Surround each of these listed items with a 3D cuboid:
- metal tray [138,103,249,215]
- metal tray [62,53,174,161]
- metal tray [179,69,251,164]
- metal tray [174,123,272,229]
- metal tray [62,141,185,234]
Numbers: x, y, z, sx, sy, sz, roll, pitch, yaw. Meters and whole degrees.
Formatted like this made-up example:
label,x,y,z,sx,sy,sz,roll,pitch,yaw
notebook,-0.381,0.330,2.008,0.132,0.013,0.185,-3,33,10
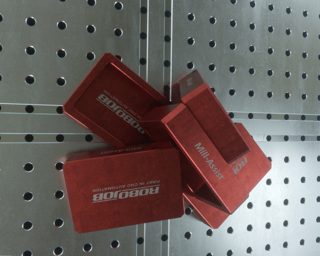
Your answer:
label,x,y,z,sx,sy,sz,roll,pitch,yaw
metal tray,0.035,0.034,0.360,0.030,0.090,0.130,-40,103,-16
metal tray,-0.044,-0.020,0.394,0.130,0.030,0.090,38,78,-17
metal tray,0.062,-0.021,0.381,0.030,0.130,0.090,-34,103,12
metal tray,0.089,0.065,0.443,0.130,0.030,0.090,-43,104,-15
metal tray,-0.040,0.069,0.370,0.131,0.030,0.089,-7,104,-6
